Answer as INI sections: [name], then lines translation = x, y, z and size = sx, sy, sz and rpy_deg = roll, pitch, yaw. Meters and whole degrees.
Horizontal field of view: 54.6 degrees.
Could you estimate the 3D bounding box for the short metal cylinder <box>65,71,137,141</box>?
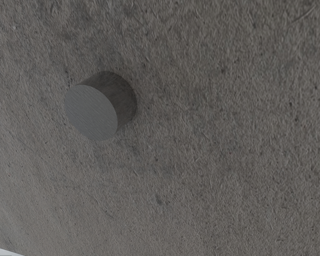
[short metal cylinder]
translation = -0.078, -0.030, 0.414
size = 0.080, 0.050, 0.080
rpy_deg = 13, 124, 21
